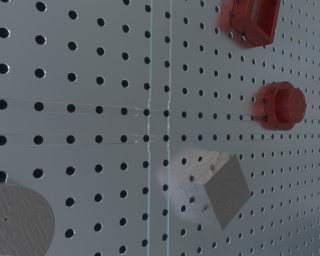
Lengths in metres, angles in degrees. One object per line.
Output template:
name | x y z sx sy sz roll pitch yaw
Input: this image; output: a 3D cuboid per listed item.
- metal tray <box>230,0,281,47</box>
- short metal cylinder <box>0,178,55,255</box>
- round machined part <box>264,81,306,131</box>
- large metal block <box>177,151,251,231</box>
metal tray | 0.176 -0.224 0.552 0.090 0.030 0.129 23 76 -38
short metal cylinder | -0.142 0.088 0.274 0.081 0.050 0.079 0 90 -40
round machined part | 0.251 -0.043 0.609 0.099 0.042 0.097 0 90 -40
large metal block | 0.084 0.091 0.464 0.080 0.050 0.080 -37 113 -34
